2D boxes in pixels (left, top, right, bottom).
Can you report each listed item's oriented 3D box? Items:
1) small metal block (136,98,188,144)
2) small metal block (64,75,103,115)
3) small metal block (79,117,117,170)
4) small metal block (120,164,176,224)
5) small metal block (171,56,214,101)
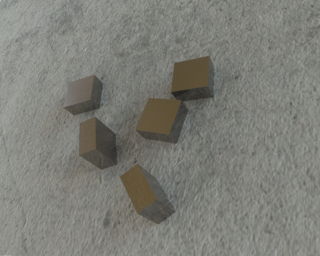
[{"bbox_3d":[0.003,-0.011,0.408,0.050,0.025,0.050,7,65,31],"label":"small metal block"},{"bbox_3d":[-0.123,-0.053,0.498,0.050,0.025,0.050,-13,56,21],"label":"small metal block"},{"bbox_3d":[-0.083,0.021,0.416,0.025,0.050,0.050,-20,54,16],"label":"small metal block"},{"bbox_3d":[-0.013,0.075,0.348,0.025,0.050,0.050,-37,51,4],"label":"small metal block"},{"bbox_3d":[0.045,-0.066,0.420,0.050,0.025,0.050,-7,59,24],"label":"small metal block"}]
